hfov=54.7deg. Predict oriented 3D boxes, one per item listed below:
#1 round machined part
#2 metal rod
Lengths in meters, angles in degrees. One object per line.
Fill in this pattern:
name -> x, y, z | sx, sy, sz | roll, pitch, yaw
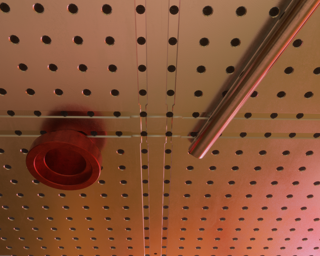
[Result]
round machined part -> -0.130, 0.040, 0.434 | 0.099, 0.042, 0.097 | 0, 130, 0
metal rod -> 0.113, -0.070, 0.352 | 0.025, 0.025, 0.298 | 19, 128, -16
